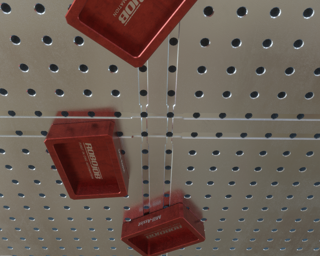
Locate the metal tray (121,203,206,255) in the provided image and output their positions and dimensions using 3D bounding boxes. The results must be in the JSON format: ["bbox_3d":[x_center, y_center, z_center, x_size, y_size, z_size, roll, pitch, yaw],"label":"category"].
[{"bbox_3d":[0.006,0.192,0.571,0.130,0.030,0.090,-25,126,20],"label":"metal tray"}]

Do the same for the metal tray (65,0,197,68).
[{"bbox_3d":[-0.019,-0.131,0.296,0.090,0.030,0.129,31,124,-24],"label":"metal tray"}]

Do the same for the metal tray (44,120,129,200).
[{"bbox_3d":[-0.100,0.051,0.450,0.090,0.030,0.129,-4,130,3],"label":"metal tray"}]
